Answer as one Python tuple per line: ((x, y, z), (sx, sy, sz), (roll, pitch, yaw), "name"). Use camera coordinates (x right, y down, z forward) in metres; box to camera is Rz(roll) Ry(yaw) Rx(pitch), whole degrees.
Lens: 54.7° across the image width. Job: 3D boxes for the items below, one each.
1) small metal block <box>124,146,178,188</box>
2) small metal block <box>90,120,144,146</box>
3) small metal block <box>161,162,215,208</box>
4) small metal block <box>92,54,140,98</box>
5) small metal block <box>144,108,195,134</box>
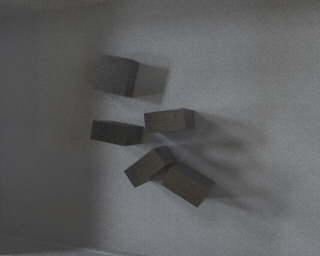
((-0.011, 0.049, 0.400), (0.050, 0.050, 0.025), (-38, 78, 16), "small metal block")
((-0.057, 0.006, 0.416), (0.050, 0.050, 0.025), (10, 94, 19), "small metal block")
((0.036, 0.069, 0.384), (0.050, 0.050, 0.025), (30, 100, 17), "small metal block")
((-0.061, -0.073, 0.431), (0.050, 0.025, 0.050), (14, 95, 19), "small metal block")
((0.014, -0.008, 0.392), (0.050, 0.050, 0.025), (-6, 88, 19), "small metal block")
